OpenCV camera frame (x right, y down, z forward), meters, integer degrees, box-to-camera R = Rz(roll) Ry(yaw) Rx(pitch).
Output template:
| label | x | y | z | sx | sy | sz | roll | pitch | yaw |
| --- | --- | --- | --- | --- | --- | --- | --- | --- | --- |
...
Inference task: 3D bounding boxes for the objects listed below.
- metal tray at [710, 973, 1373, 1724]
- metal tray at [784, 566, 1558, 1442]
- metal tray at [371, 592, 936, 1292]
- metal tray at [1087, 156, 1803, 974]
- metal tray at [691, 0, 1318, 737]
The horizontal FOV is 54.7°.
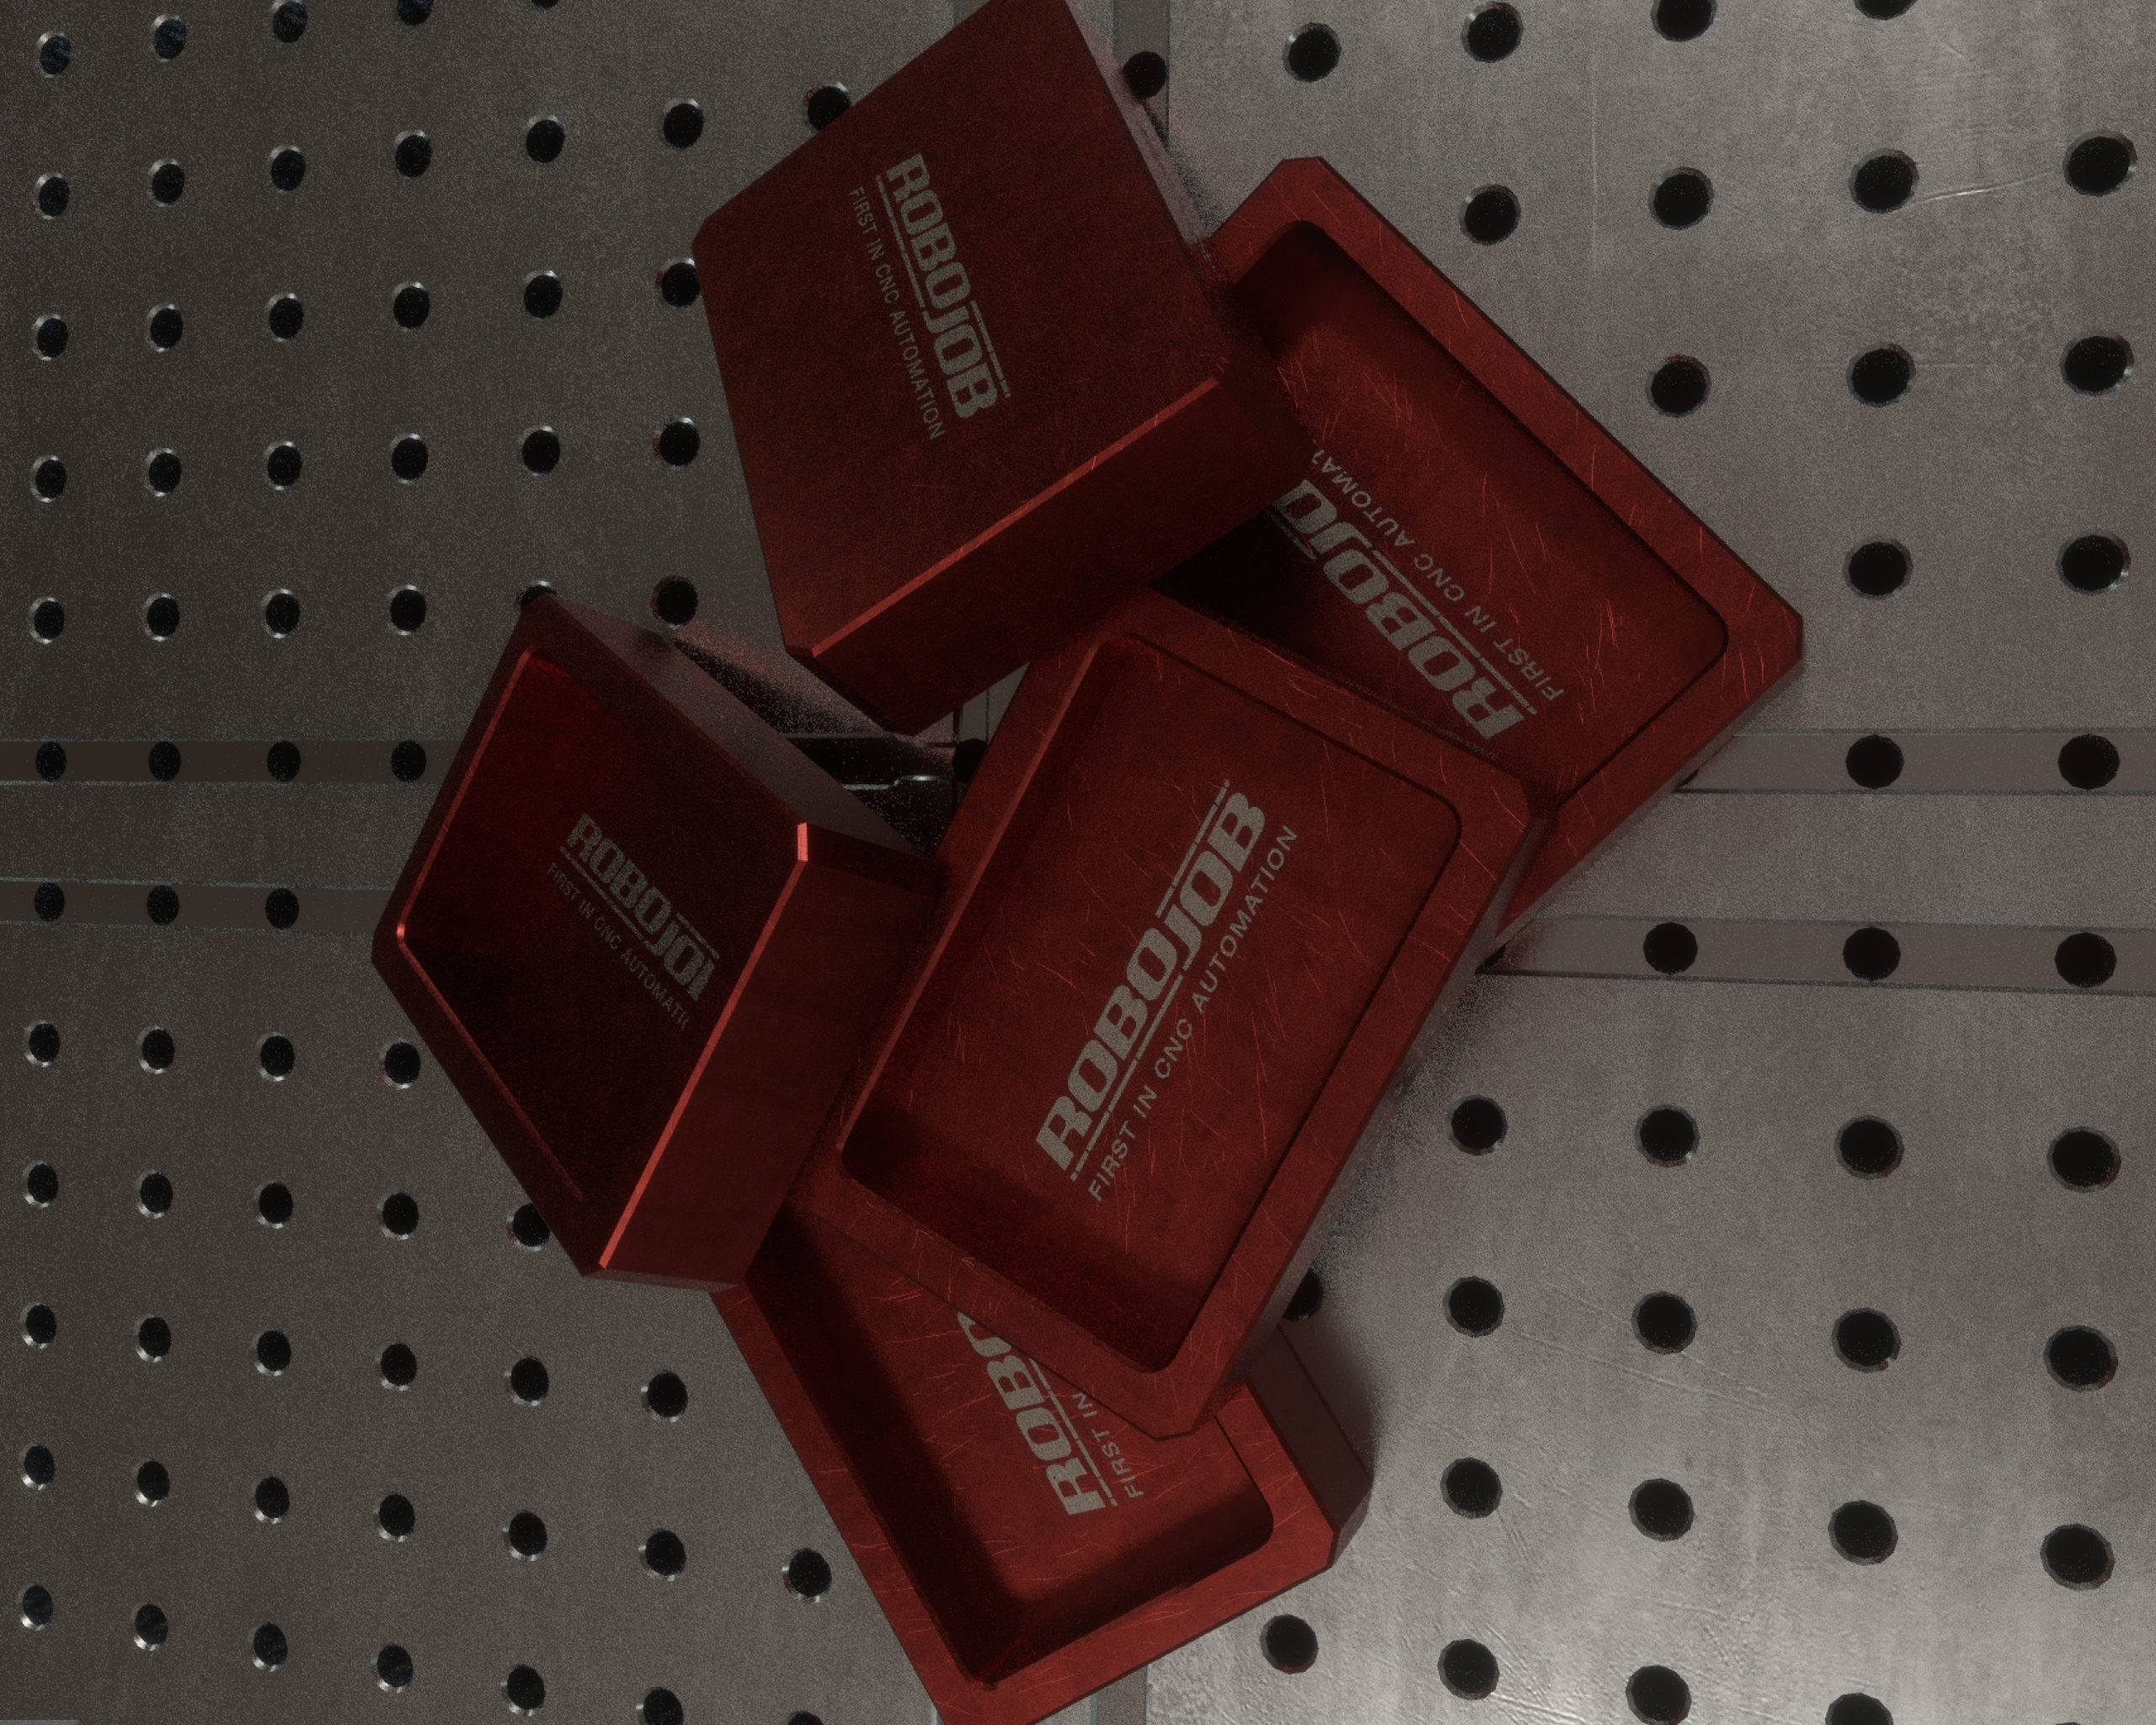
| label | x | y | z | sx | sy | sz | roll | pitch | yaw |
| --- | --- | --- | --- | --- | --- | --- | --- | --- | --- |
| metal tray | -0.014 | 0.095 | 0.414 | 0.090 | 0.030 | 0.130 | -34 | 79 | 16 |
| metal tray | 0.014 | 0.024 | 0.372 | 0.090 | 0.030 | 0.129 | 30 | 99 | 17 |
| metal tray | -0.088 | 0.011 | 0.407 | 0.130 | 0.030 | 0.090 | 37 | 103 | 47 |
| metal tray | 0.057 | -0.054 | 0.389 | 0.090 | 0.030 | 0.130 | -45 | 77 | 14 |
| metal tray | -0.019 | -0.096 | 0.384 | 0.090 | 0.030 | 0.130 | -32 | 50 | 16 |
